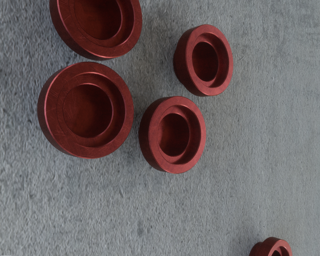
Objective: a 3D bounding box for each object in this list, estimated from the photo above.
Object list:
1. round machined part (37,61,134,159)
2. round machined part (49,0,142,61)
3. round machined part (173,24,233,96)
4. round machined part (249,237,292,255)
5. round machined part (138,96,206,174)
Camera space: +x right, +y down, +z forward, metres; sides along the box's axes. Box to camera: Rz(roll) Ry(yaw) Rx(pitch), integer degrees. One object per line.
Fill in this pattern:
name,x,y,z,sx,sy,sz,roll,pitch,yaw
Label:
round machined part,-0.080,-0.018,0.327,0.099,0.042,0.097,0,90,-40
round machined part,-0.071,-0.121,0.334,0.099,0.042,0.097,0,90,-40
round machined part,0.057,-0.093,0.441,0.099,0.042,0.097,0,90,-40
round machined part,0.194,0.245,0.557,0.099,0.042,0.097,0,90,-40
round machined part,0.012,0.008,0.403,0.099,0.042,0.097,0,90,-40
